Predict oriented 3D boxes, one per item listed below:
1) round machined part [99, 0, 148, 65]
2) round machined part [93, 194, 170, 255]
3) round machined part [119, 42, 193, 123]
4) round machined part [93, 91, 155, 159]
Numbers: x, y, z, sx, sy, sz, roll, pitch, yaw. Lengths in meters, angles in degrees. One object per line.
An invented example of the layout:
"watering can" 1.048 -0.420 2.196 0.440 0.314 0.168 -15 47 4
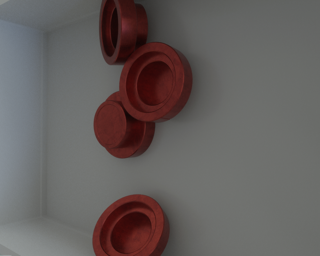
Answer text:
"round machined part" -0.049 -0.135 0.421 0.098 0.042 0.097 20 112 62
"round machined part" -0.033 0.139 0.402 0.098 0.042 0.098 -14 43 14
"round machined part" -0.001 -0.055 0.392 0.098 0.042 0.097 -3 84 35
"round machined part" -0.058 -0.005 0.444 0.098 0.042 0.097 0 90 40
